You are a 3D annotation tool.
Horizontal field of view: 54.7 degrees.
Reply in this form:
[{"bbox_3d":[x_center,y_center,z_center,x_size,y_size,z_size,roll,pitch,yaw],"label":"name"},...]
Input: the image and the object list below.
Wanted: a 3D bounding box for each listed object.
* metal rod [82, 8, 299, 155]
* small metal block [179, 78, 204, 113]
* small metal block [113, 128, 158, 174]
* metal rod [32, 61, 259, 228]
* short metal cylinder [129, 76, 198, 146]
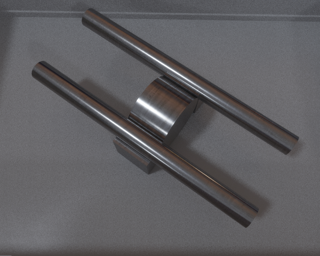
[{"bbox_3d":[0.028,-0.063,0.378,0.300,0.025,0.025,34,73,11],"label":"metal rod"},{"bbox_3d":[0.035,-0.052,0.414,0.050,0.050,0.025,35,74,11],"label":"small metal block"},{"bbox_3d":[-0.028,0.028,0.384,0.050,0.050,0.025,35,74,11],"label":"small metal block"},{"bbox_3d":[-0.026,0.011,0.352,0.300,0.025,0.025,34,73,11],"label":"metal rod"},{"bbox_3d":[0.004,-0.017,0.385,0.050,0.080,0.080,35,74,11],"label":"short metal cylinder"}]
